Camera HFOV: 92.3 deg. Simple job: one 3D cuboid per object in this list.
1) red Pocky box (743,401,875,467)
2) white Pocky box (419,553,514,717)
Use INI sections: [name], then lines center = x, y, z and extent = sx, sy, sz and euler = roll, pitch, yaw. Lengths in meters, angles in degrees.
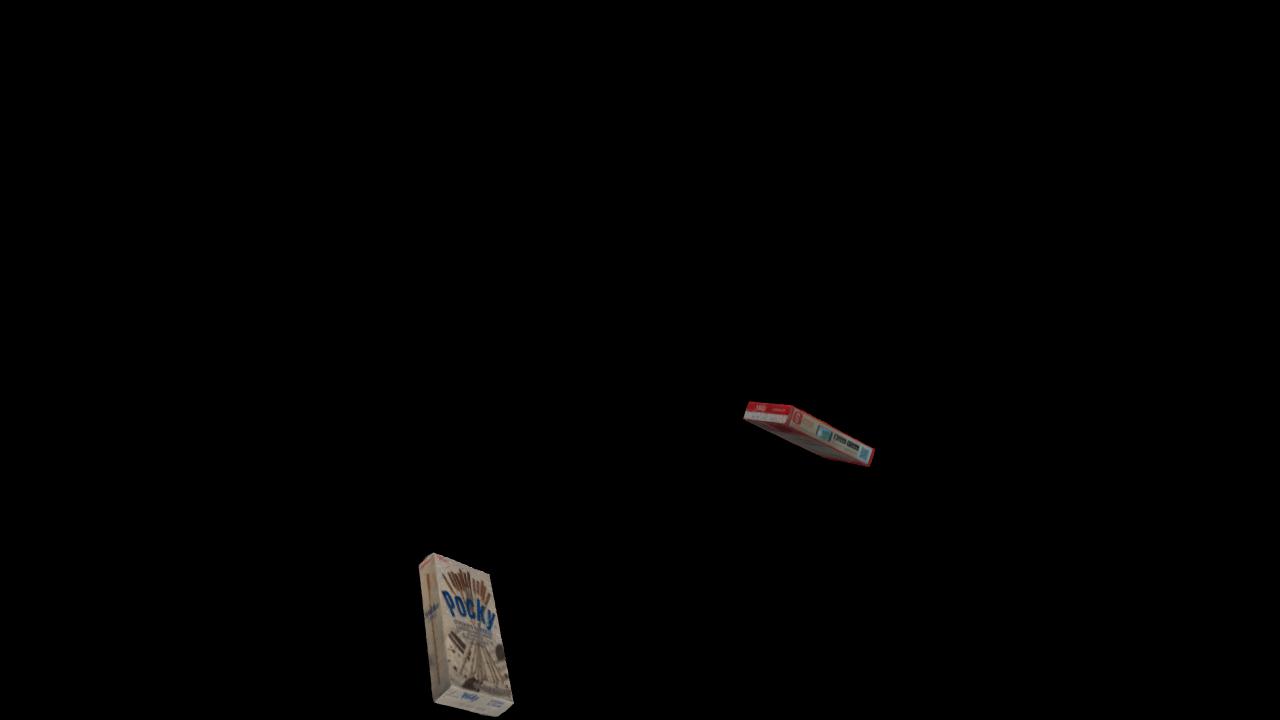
[red Pocky box]
center = 0.212, 0.093, 0.774
extent = 0.155, 0.028, 0.083
euler = 26, -13, -27
[white Pocky box]
center = -0.177, 0.272, 0.618
extent = 0.084, 0.028, 0.154
euler = 42, 10, -39
